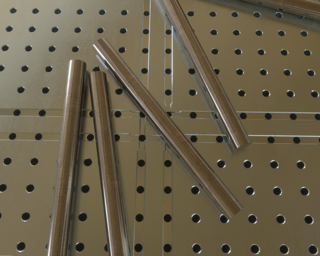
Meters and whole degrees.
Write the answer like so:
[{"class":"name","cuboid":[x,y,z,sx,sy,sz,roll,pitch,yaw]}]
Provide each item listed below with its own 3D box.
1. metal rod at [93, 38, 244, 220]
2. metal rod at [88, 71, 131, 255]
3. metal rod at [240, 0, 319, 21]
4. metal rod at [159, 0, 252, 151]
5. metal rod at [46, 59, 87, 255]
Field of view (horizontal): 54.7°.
[{"class":"metal rod","cuboid":[0.002,-0.009,0.415,0.025,0.025,0.300,-35,74,-12]},{"class":"metal rod","cuboid":[-0.062,0.064,0.387,0.025,0.025,0.299,-9,70,-4]},{"class":"metal rod","cuboid":[0.164,-0.206,0.489,0.301,0.025,0.025,17,71,6]},{"class":"metal rod","cuboid":[0.053,-0.106,0.451,0.025,0.025,0.299,-20,71,-8]},{"class":"metal rod","cuboid":[-0.118,0.049,0.392,0.025,0.025,0.299,0,70,0]}]
